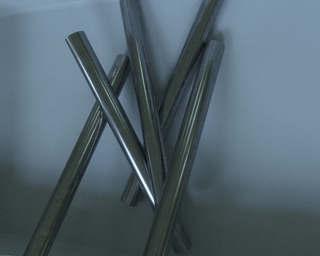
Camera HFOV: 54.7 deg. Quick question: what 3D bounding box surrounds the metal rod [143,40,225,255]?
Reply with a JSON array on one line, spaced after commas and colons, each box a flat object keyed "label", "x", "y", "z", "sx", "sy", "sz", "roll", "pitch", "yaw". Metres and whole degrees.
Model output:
[{"label": "metal rod", "x": 0.026, "y": 0.034, "z": 0.346, "sx": 0.025, "sy": 0.025, "sz": 0.299, "roll": 12, "pitch": 73, "yaw": 19}]

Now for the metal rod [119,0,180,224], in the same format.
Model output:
[{"label": "metal rod", "x": -0.016, "y": -0.031, "z": 0.392, "sx": 0.025, "sy": 0.025, "sz": 0.299, "roll": -15, "pitch": 76, "yaw": 19}]

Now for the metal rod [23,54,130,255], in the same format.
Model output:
[{"label": "metal rod", "x": -0.100, "y": 0.039, "z": 0.384, "sx": 0.025, "sy": 0.025, "sz": 0.299, "roll": 15, "pitch": 72, "yaw": 19}]

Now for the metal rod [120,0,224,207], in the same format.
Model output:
[{"label": "metal rod", "x": 0.015, "y": -0.035, "z": 0.404, "sx": 0.025, "sy": 0.025, "sz": 0.298, "roll": 25, "pitch": 98, "yaw": 18}]

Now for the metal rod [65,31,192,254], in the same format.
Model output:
[{"label": "metal rod", "x": -0.037, "y": 0.022, "z": 0.388, "sx": 0.025, "sy": 0.025, "sz": 0.299, "roll": -25, "pitch": 95, "yaw": 18}]
